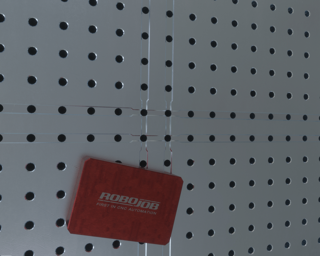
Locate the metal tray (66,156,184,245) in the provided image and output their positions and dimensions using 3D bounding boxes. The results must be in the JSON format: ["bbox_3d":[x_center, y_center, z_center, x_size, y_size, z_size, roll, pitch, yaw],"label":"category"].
[{"bbox_3d":[-0.043,0.093,0.395,0.131,0.030,0.090,15,85,-20],"label":"metal tray"}]
